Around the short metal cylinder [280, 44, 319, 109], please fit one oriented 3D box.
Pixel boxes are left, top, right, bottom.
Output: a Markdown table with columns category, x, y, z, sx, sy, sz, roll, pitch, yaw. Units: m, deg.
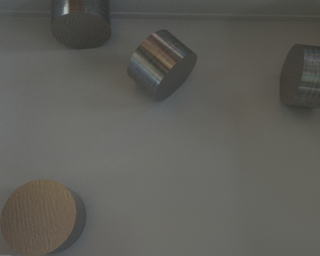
| category | x | y | z | sx | sy | sz | roll | pitch | yaw |
| --- | --- | --- | --- | --- | --- | --- | --- | --- | --- |
| short metal cylinder | 0.197 | -0.067 | 0.407 | 0.050 | 0.080 | 0.080 | 8 | 70 | 2 |

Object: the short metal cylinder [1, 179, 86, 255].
| category | x | y | z | sx | sy | sz | roll | pitch | yaw |
| --- | --- | --- | --- | --- | --- | --- | --- | --- | --- |
| short metal cylinder | -0.131 | 0.103 | 0.357 | 0.081 | 0.050 | 0.080 | 0 | 70 | 0 |

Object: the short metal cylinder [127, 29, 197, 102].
| category | x | y | z | sx | sy | sz | roll | pitch | yaw |
| --- | --- | --- | --- | --- | --- | --- | --- | --- | --- |
| short metal cylinder | 0.003 | -0.082 | 0.410 | 0.080 | 0.080 | 0.050 | -43 | 76 | -14 |

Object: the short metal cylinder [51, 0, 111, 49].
| category | x | y | z | sx | sy | sz | roll | pitch | yaw |
| --- | --- | --- | --- | --- | --- | --- | --- | --- | --- |
| short metal cylinder | -0.111 | -0.156 | 0.436 | 0.081 | 0.080 | 0.050 | -6 | 70 | -3 |
